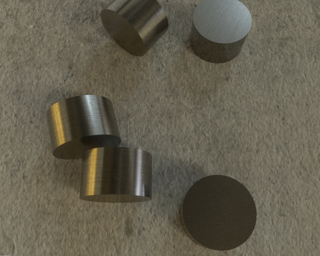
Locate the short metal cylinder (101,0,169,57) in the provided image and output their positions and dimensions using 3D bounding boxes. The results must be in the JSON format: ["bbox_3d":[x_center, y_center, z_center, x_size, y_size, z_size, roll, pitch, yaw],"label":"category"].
[{"bbox_3d":[-0.035,-0.147,0.432,0.080,0.080,0.050,37,74,12],"label":"short metal cylinder"}]

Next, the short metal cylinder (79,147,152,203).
[{"bbox_3d":[-0.050,0.057,0.358,0.081,0.080,0.050,0,70,-1],"label":"short metal cylinder"}]

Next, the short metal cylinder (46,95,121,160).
[{"bbox_3d":[-0.092,0.001,0.377,0.081,0.080,0.050,-14,71,-6],"label":"short metal cylinder"}]

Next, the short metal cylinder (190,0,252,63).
[{"bbox_3d":[0.085,-0.141,0.448,0.081,0.050,0.080,0,70,0],"label":"short metal cylinder"}]

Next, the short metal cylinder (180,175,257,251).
[{"bbox_3d":[0.065,0.099,0.360,0.081,0.050,0.080,0,70,0],"label":"short metal cylinder"}]
